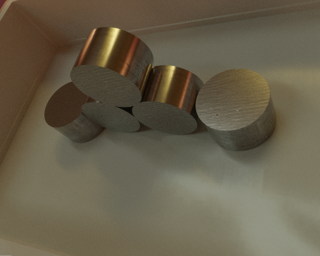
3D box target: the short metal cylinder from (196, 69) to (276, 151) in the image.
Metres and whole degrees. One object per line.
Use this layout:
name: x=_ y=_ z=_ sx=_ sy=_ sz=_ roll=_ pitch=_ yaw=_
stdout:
short metal cylinder: x=0.087 y=-0.021 z=0.354 sx=0.080 sy=0.050 sz=0.080 roll=-13 pitch=56 yaw=21

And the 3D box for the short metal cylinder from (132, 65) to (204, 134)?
short metal cylinder: x=0.012 y=-0.032 z=0.382 sx=0.080 sy=0.080 sz=0.050 roll=2 pitch=63 yaw=29

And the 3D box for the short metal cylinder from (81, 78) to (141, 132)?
short metal cylinder: x=-0.059 y=-0.035 z=0.420 sx=0.080 sy=0.080 sz=0.050 roll=2 pitch=63 yaw=29

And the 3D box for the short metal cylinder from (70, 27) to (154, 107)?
short metal cylinder: x=-0.052 y=-0.066 z=0.348 sx=0.080 sy=0.080 sz=0.050 roll=2 pitch=63 yaw=29

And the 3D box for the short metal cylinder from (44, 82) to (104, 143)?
short metal cylinder: x=-0.125 y=-0.024 z=0.468 sx=0.080 sy=0.050 sz=0.080 roll=-13 pitch=56 yaw=21
